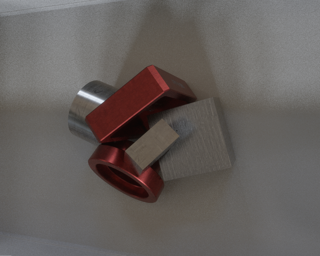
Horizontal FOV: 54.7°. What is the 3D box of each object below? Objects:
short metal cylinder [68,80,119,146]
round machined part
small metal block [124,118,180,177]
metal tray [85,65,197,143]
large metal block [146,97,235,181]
[{"bbox_3d":[-0.073,-0.016,0.404,0.050,0.080,0.080,24,98,18],"label":"short metal cylinder"},{"bbox_3d":[-0.037,0.051,0.392,0.098,0.098,0.042,22,62,18],"label":"round machined part"},{"bbox_3d":[-0.010,0.022,0.326,0.050,0.050,0.025,-42,83,-18],"label":"small metal block"},{"bbox_3d":[-0.014,-0.023,0.357,0.090,0.130,0.030,-37,80,16],"label":"metal tray"},{"bbox_3d":[0.039,0.012,0.373,0.080,0.050,0.080,-15,90,19],"label":"large metal block"}]
